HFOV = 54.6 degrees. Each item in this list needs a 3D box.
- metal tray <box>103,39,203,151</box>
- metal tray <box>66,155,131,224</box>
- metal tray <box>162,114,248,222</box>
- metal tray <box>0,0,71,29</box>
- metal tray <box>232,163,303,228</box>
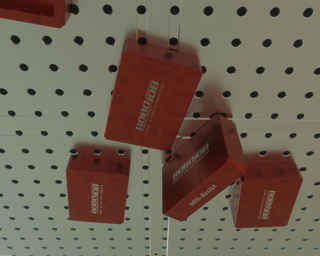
[{"bbox_3d":[-0.013,-0.033,0.380,0.091,0.030,0.129,12,129,-10],"label":"metal tray"},{"bbox_3d":[-0.098,0.102,0.494,0.091,0.030,0.129,6,130,-6],"label":"metal tray"},{"bbox_3d":[0.052,0.054,0.414,0.030,0.090,0.129,28,125,-22],"label":"metal tray"},{"bbox_3d":[-0.149,-0.149,0.280,0.131,0.030,0.089,8,130,-7],"label":"metal tray"},{"bbox_3d":[0.170,0.114,0.506,0.090,0.030,0.129,-3,130,2],"label":"metal tray"}]
